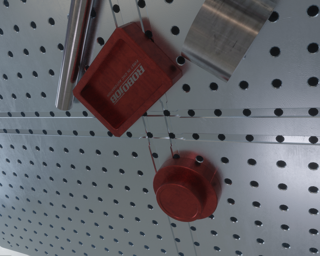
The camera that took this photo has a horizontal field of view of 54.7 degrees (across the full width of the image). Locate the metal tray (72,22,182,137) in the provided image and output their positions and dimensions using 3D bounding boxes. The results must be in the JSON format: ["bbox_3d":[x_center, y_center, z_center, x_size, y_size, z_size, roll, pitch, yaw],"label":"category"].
[{"bbox_3d":[-0.046,-0.056,0.397,0.090,0.030,0.129,46,129,-4],"label":"metal tray"}]

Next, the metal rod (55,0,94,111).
[{"bbox_3d":[-0.096,-0.141,0.374,0.025,0.025,0.298,31,128,8],"label":"metal rod"}]

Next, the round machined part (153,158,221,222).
[{"bbox_3d":[0.034,0.094,0.441,0.098,0.042,0.097,13,124,21],"label":"round machined part"}]

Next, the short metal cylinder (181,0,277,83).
[{"bbox_3d":[0.063,-0.089,0.288,0.050,0.080,0.079,33,129,7],"label":"short metal cylinder"}]
